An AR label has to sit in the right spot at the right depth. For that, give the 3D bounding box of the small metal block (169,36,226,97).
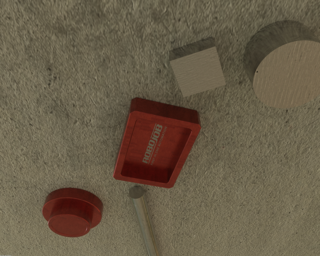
[{"bbox_3d":[0.042,-0.068,0.350,0.050,0.025,0.050,-16,129,13],"label":"small metal block"}]

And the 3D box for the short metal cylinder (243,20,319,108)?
[{"bbox_3d":[0.136,-0.068,0.334,0.081,0.050,0.079,0,130,0],"label":"short metal cylinder"}]

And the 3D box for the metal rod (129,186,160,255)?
[{"bbox_3d":[-0.018,0.215,0.590,0.025,0.025,0.298,-6,130,4],"label":"metal rod"}]

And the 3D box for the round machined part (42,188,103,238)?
[{"bbox_3d":[-0.148,0.148,0.520,0.099,0.042,0.097,0,130,0],"label":"round machined part"}]

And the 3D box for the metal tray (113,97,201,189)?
[{"bbox_3d":[-0.008,0.026,0.425,0.091,0.030,0.129,12,129,-10],"label":"metal tray"}]
